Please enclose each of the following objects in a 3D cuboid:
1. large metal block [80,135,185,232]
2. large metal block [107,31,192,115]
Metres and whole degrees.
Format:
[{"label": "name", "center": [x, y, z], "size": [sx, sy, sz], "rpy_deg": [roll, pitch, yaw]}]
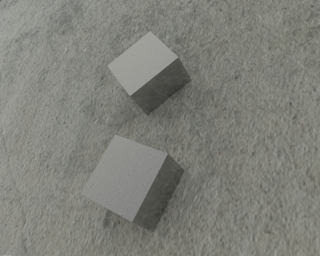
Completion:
[{"label": "large metal block", "center": [-0.031, 0.063, 0.364], "size": [0.080, 0.050, 0.080], "rpy_deg": [17, 71, 34]}, {"label": "large metal block", "center": [-0.016, -0.079, 0.443], "size": [0.080, 0.050, 0.080], "rpy_deg": [-39, 51, 2]}]
